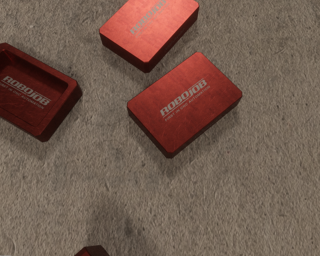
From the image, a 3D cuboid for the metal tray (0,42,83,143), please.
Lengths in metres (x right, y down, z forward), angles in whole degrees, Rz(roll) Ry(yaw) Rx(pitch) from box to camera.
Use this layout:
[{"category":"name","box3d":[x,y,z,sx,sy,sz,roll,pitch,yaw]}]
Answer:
[{"category":"metal tray","box3d":[-0.186,-0.050,0.421,0.130,0.030,0.090,29,72,9]}]

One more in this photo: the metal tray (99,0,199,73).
[{"category":"metal tray","box3d":[-0.014,-0.155,0.462,0.090,0.030,0.130,36,73,12]}]

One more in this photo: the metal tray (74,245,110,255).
[{"category":"metal tray","box3d":[-0.038,0.179,0.307,0.030,0.090,0.130,-40,75,-13]}]

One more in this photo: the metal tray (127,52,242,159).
[{"category":"metal tray","box3d":[0.033,-0.033,0.418,0.130,0.030,0.090,-38,75,-13]}]
